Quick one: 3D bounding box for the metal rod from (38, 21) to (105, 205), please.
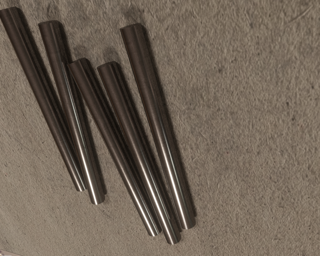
[{"bbox_3d":[-0.125,-0.005,0.467,0.025,0.025,0.298,6,121,24],"label":"metal rod"}]

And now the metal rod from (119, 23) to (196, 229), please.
[{"bbox_3d":[0.004,0.015,0.412,0.025,0.025,0.298,-2,118,29],"label":"metal rod"}]

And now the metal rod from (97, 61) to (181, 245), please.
[{"bbox_3d":[-0.023,0.050,0.448,0.025,0.025,0.298,-5,116,30],"label":"metal rod"}]

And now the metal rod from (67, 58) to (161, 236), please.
[{"bbox_3d":[-0.059,0.041,0.461,0.025,0.025,0.298,-8,115,31],"label":"metal rod"}]

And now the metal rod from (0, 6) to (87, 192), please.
[{"bbox_3d":[-0.169,-0.028,0.475,0.025,0.025,0.298,-1,118,28],"label":"metal rod"}]
